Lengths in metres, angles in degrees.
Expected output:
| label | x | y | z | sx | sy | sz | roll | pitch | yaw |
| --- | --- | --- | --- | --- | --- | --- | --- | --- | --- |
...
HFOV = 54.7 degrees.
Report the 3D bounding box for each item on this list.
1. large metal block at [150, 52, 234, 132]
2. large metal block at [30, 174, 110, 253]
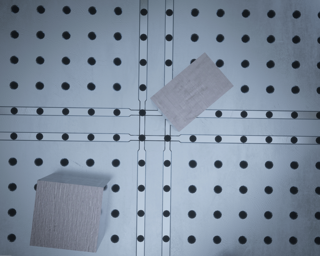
| label | x | y | z | sx | sy | sz | roll | pitch | yaw |
| --- | --- | --- | --- | --- | --- | --- | --- | --- | --- |
| large metal block | 0.036 | -0.041 | 0.386 | 0.080 | 0.080 | 0.050 | -40 | 91 | 0 |
| large metal block | -0.113 | 0.107 | 0.400 | 0.081 | 0.050 | 0.079 | 7 | 90 | -1 |
